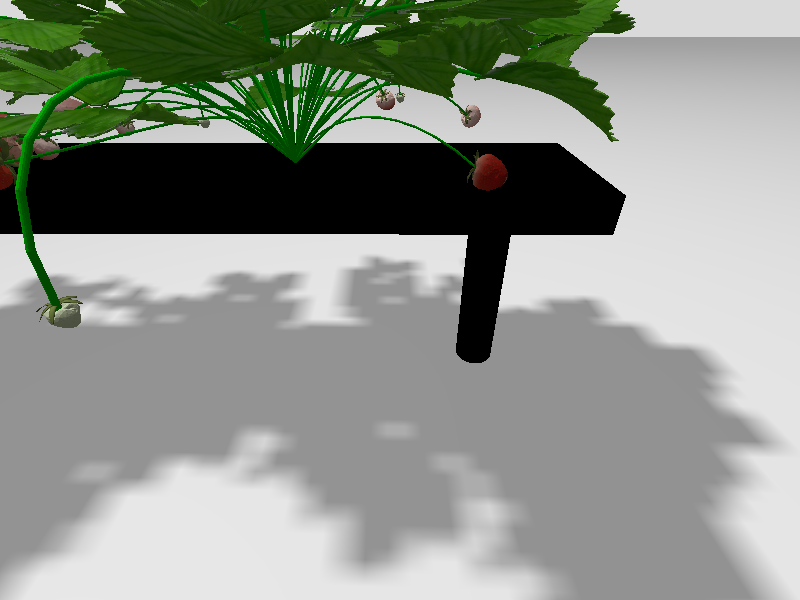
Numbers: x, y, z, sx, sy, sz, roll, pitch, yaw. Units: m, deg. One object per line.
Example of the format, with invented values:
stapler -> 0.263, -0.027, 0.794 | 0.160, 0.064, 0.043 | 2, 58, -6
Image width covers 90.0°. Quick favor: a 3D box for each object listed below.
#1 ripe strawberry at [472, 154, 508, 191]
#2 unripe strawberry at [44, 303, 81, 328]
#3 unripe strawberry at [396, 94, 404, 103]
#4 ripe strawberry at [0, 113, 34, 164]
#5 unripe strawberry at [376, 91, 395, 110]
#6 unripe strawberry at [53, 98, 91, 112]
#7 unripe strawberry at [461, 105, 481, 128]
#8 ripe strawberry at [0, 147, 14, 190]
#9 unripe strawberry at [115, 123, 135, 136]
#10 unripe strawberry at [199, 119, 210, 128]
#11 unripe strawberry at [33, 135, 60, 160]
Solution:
ripe strawberry -> 0.062, -0.087, 0.277 | 0.024, 0.025, 0.022 | 26, 41, 12
unripe strawberry -> -0.116, 0.005, 0.138 | 0.011, 0.010, 0.010 | 4, 35, 5
unripe strawberry -> 0.000, -0.253, 0.502 | 0.011, 0.010, 0.010 | 14, 37, 19
ripe strawberry -> -0.335, -0.133, 0.333 | 0.042, 0.041, 0.039 | -1, 35, 0
unripe strawberry -> -0.019, -0.264, 0.533 | 0.027, 0.024, 0.024 | 10, -11, 13
unripe strawberry -> -0.356, -0.203, 0.436 | 0.037, 0.032, 0.037 | -20, 40, -28
unripe strawberry -> 0.081, -0.205, 0.448 | 0.022, 0.023, 0.021 | -8, 32, -41
ripe strawberry -> -0.292, -0.094, 0.276 | 0.035, 0.037, 0.033 | -12, 36, -15
unripe strawberry -> -0.288, -0.180, 0.419 | 0.019, 0.019, 0.018 | -20, 19, 38
unripe strawberry -> -0.217, -0.197, 0.446 | 0.011, 0.011, 0.010 | -30, 44, -35
unripe strawberry -> -0.304, -0.130, 0.344 | 0.020, 0.019, 0.018 | 27, 31, -16
